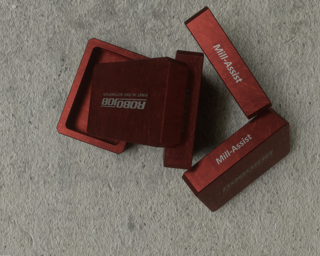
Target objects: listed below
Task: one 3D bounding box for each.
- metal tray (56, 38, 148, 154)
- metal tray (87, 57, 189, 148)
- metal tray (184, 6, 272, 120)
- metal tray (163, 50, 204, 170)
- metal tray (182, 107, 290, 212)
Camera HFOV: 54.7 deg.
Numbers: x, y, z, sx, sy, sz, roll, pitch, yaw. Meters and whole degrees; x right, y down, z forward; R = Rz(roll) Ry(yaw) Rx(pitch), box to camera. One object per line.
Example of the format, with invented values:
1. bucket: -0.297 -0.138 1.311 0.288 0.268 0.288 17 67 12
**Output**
1. metal tray: -0.069 -0.041 0.408 0.090 0.030 0.129 20 90 -1
2. metal tray: -0.031 -0.030 0.354 0.130 0.030 0.089 7 90 44
3. metal tray: 0.082 -0.076 0.377 0.030 0.090 0.130 -33 90 14
4. metal tray: 0.026 -0.020 0.379 0.030 0.090 0.129 6 91 0
5. metal tray: 0.098 0.043 0.380 0.130 0.090 0.030 -38 55 0
